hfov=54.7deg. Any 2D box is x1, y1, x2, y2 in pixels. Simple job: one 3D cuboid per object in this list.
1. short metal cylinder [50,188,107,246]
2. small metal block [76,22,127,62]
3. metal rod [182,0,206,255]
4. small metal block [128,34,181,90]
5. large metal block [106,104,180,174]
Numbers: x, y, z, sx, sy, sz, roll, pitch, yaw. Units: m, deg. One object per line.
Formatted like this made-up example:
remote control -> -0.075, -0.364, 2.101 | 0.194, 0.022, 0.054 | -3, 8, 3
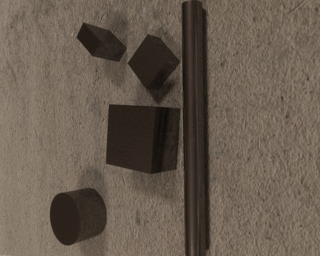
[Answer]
short metal cylinder -> -0.131, 0.139, 0.494 | 0.080, 0.050, 0.079 | 0, 90, 39
small metal block -> -0.086, -0.126, 0.457 | 0.050, 0.050, 0.025 | 49, 119, 28
metal rod -> 0.040, 0.001, 0.370 | 0.025, 0.025, 0.298 | -1, 89, 39
small metal block -> -0.009, -0.087, 0.410 | 0.050, 0.025, 0.050 | -49, 61, 28
large metal block -> -0.023, 0.011, 0.406 | 0.080, 0.050, 0.079 | 6, 94, 39
